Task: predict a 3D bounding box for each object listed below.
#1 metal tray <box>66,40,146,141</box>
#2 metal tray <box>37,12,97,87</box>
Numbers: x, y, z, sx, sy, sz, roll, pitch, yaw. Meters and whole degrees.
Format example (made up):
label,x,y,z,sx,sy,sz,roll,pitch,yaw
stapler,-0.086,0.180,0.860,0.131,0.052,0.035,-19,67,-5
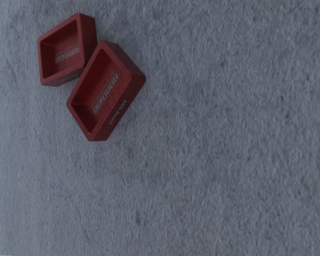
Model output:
label,x,y,z,sx,sy,sz,roll,pitch,yaw
metal tray,-0.086,-0.054,0.470,0.090,0.030,0.129,52,120,27
metal tray,-0.160,-0.129,0.530,0.130,0.030,0.089,-11,83,39
